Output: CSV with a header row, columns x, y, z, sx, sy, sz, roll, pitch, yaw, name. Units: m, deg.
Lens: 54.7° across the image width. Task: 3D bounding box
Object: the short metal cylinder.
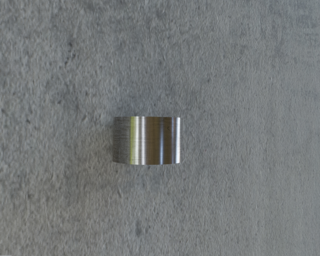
x,y,z,sx,sy,sz,roll,pitch,yaw,name
-0.014,0.013,0.359,0.081,0.080,0.050,1,90,-40,short metal cylinder
